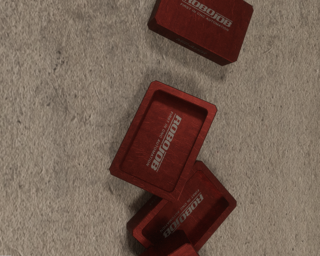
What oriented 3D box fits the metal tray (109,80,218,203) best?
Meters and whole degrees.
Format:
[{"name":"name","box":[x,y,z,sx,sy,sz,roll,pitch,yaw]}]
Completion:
[{"name":"metal tray","box":[0.005,0.016,0.390,0.090,0.030,0.130,24,81,5]}]

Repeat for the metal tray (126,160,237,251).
[{"name":"metal tray","box":[0.032,0.117,0.419,0.130,0.030,0.090,-45,104,-15]}]

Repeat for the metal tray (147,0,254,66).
[{"name":"metal tray","box":[0.058,-0.154,0.429,0.131,0.030,0.090,22,83,-19]}]

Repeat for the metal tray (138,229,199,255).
[{"name":"metal tray","box":[0.023,0.203,0.394,0.090,0.030,0.130,-32,112,-5]}]
